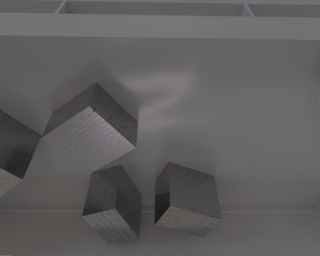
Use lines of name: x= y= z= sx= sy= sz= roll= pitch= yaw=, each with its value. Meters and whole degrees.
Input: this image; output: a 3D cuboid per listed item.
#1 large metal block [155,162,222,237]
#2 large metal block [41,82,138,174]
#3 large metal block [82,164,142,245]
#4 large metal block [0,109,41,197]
large metal block: x=0.039 y=0.107 z=0.464 sx=0.080 sy=0.080 sz=0.050 roll=19 pitch=127 yaw=-16
large metal block: x=-0.086 y=0.002 z=0.394 sx=0.080 sy=0.050 sz=0.080 roll=-30 pitch=124 yaw=23
large metal block: x=-0.069 y=0.116 z=0.471 sx=0.050 sy=0.080 sz=0.080 roll=-16 pitch=128 yaw=13
large metal block: x=-0.211 y=0.027 z=0.394 sx=0.050 sy=0.080 sz=0.080 roll=-35 pitch=122 yaw=26
